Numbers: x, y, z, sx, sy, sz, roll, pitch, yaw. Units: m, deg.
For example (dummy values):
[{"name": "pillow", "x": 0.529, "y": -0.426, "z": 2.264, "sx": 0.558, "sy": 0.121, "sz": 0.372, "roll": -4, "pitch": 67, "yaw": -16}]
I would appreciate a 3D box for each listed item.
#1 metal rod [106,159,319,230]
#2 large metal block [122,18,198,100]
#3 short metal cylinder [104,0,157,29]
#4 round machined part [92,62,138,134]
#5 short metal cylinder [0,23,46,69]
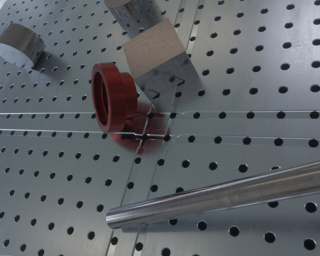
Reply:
[{"name": "metal rod", "x": 0.055, "y": 0.063, "z": 0.282, "sx": 0.299, "sy": 0.025, "sz": 0.025, "roll": -23, "pitch": 51, "yaw": 37}, {"name": "large metal block", "x": -0.002, "y": -0.102, "z": 0.456, "sx": 0.080, "sy": 0.050, "sz": 0.080, "roll": -27, "pitch": 52, "yaw": 11}, {"name": "short metal cylinder", "x": -0.053, "y": -0.228, "z": 0.560, "sx": 0.080, "sy": 0.050, "sz": 0.080, "roll": -13, "pitch": 56, "yaw": 21}, {"name": "round machined part", "x": -0.063, "y": -0.043, "z": 0.433, "sx": 0.042, "sy": 0.097, "sz": 0.098, "roll": -9, "pitch": 47, "yaw": -24}, {"name": "short metal cylinder", "x": -0.279, "y": -0.162, "z": 0.620, "sx": 0.080, "sy": 0.080, "sz": 0.050, "roll": 6, "pitch": 65, "yaw": 31}]
